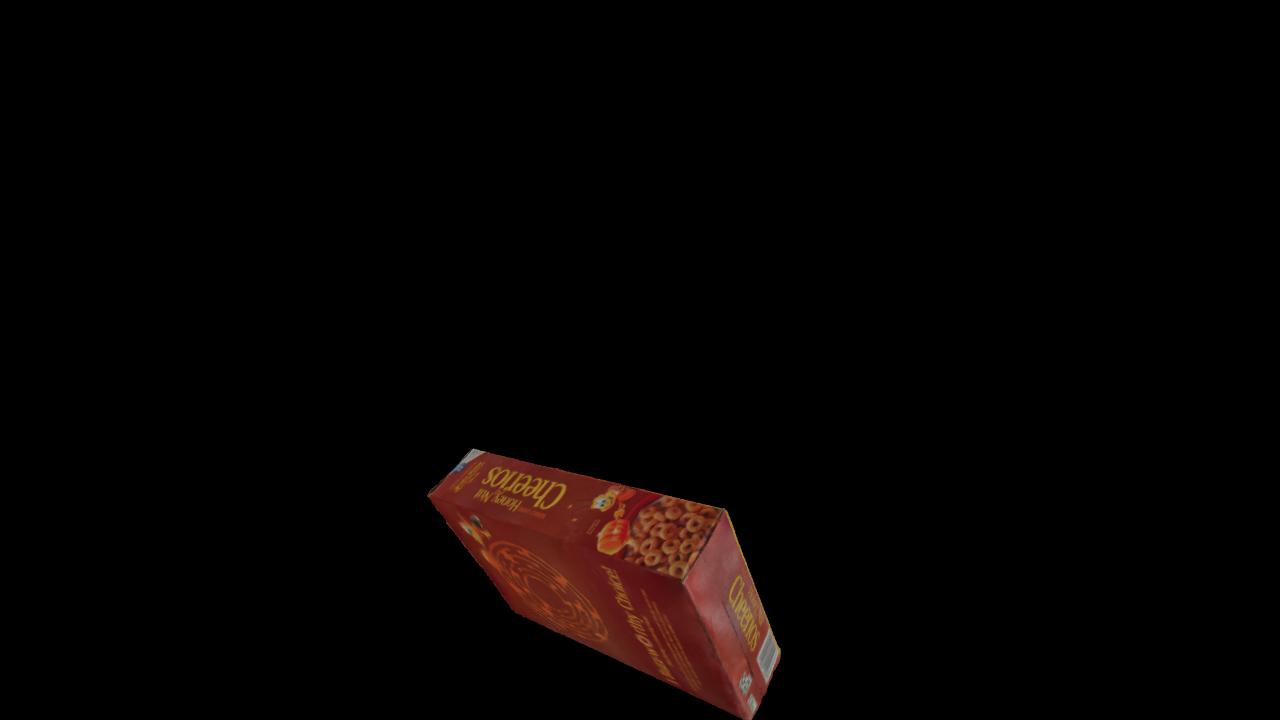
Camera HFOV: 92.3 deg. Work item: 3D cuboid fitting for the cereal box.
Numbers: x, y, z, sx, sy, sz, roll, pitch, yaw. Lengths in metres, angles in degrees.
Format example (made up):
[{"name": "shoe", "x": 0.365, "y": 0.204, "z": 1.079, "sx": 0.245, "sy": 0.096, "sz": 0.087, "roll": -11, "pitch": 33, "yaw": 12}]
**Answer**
[{"name": "cereal box", "x": -0.040, "y": 0.197, "z": 0.577, "sx": 0.306, "sy": 0.203, "sz": 0.081, "roll": 5, "pitch": 40, "yaw": 38}]
